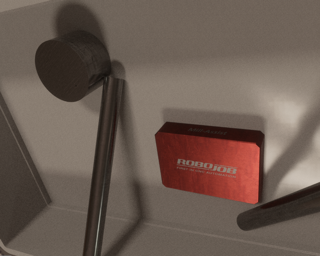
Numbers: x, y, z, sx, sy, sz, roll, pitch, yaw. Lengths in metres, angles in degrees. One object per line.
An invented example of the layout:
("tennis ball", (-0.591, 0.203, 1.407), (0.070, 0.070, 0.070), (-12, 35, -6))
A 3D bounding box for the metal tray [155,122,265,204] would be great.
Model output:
("metal tray", (0.063, 0.043, 0.398), (0.130, 0.030, 0.089), (6, 121, 24))

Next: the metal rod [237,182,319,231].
("metal rod", (0.146, 0.068, 0.296), (0.025, 0.025, 0.299), (34, 153, 5))

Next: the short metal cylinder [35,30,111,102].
("short metal cylinder", (-0.111, -0.080, 0.400), (0.080, 0.050, 0.079), (13, 124, 20))

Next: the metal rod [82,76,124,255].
("metal rod", (-0.081, 0.081, 0.421), (0.025, 0.025, 0.298), (12, 98, 21))
